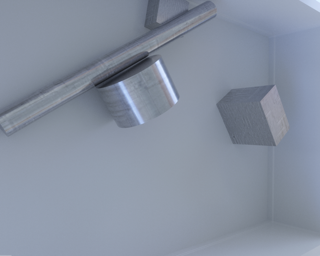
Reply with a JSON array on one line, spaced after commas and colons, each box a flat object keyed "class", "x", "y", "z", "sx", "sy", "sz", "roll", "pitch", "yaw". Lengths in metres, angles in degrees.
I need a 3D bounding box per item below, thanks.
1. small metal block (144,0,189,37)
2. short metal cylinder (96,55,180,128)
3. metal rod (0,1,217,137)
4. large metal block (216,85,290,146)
[{"class": "small metal block", "x": 0.010, "y": -0.153, "z": 0.416, "sx": 0.050, "sy": 0.025, "sz": 0.050, "roll": 14, "pitch": 81, "yaw": -39}, {"class": "short metal cylinder", "x": -0.025, "y": -0.043, "z": 0.352, "sx": 0.080, "sy": 0.080, "sz": 0.050, "roll": -41, "pitch": 115, "yaw": -33}, {"class": "metal rod", "x": -0.039, "y": -0.082, "z": 0.354, "sx": 0.302, "sy": 0.025, "sz": 0.025, "roll": -37, "pitch": 113, "yaw": -27}, {"class": "large metal block", "x": 0.150, "y": -0.019, "z": 0.500, "sx": 0.050, "sy": 0.080, "sz": 0.080, "roll": -42, "pitch": 116, "yaw": -32}]
